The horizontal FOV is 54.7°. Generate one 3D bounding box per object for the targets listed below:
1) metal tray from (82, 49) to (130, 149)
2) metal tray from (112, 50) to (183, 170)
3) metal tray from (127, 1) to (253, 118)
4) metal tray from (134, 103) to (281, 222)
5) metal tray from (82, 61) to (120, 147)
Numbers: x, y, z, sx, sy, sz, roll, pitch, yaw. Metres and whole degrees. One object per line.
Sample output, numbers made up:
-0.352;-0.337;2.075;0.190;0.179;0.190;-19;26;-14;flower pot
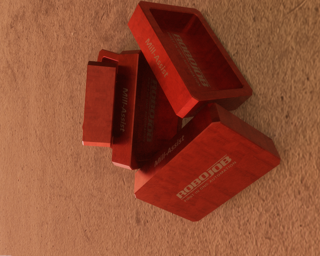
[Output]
-0.063;-0.041;0.453;0.090;0.030;0.129;25;106;36;metal tray
-0.010;-0.021;0.371;0.030;0.091;0.129;8;96;39;metal tray
0.032;-0.076;0.333;0.030;0.091;0.130;-49;60;45;metal tray
0.045;0.043;0.325;0.129;0.090;0.030;-46;28;30;metal tray
-0.070;-0.030;0.388;0.130;0.030;0.089;-140;54;-83;metal tray
